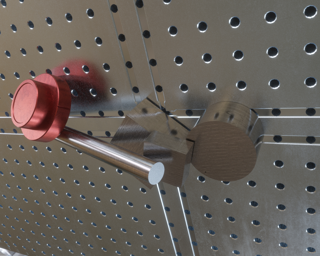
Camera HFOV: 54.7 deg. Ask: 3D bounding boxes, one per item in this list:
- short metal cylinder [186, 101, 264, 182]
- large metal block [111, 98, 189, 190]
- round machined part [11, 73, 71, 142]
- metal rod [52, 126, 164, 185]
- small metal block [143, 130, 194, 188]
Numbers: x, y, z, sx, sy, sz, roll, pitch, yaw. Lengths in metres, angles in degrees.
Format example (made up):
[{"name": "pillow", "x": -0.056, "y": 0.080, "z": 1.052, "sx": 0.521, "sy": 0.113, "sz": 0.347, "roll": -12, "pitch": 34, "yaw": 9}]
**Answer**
[{"name": "short metal cylinder", "x": 0.076, "y": 0.015, "z": 0.363, "sx": 0.080, "sy": 0.050, "sz": 0.079, "roll": 13, "pitch": 124, "yaw": 20}, {"name": "large metal block", "x": -0.016, "y": 0.022, "z": 0.413, "sx": 0.080, "sy": 0.050, "sz": 0.080, "roll": 37, "pitch": 129, "yaw": 2}, {"name": "round machined part", "x": -0.172, "y": -0.031, "z": 0.435, "sx": 0.098, "sy": 0.042, "sz": 0.098, "roll": -9, "pitch": 74, "yaw": 37}, {"name": "metal rod", "x": -0.115, "y": 0.015, "z": 0.423, "sx": 0.300, "sy": 0.025, "sz": 0.025, "roll": 16, "pitch": 127, "yaw": 39}, {"name": "small metal block", "x": 0.009, "y": 0.036, "z": 0.360, "sx": 0.050, "sy": 0.025, "sz": 0.050, "roll": 17, "pitch": 125, "yaw": 18}]
